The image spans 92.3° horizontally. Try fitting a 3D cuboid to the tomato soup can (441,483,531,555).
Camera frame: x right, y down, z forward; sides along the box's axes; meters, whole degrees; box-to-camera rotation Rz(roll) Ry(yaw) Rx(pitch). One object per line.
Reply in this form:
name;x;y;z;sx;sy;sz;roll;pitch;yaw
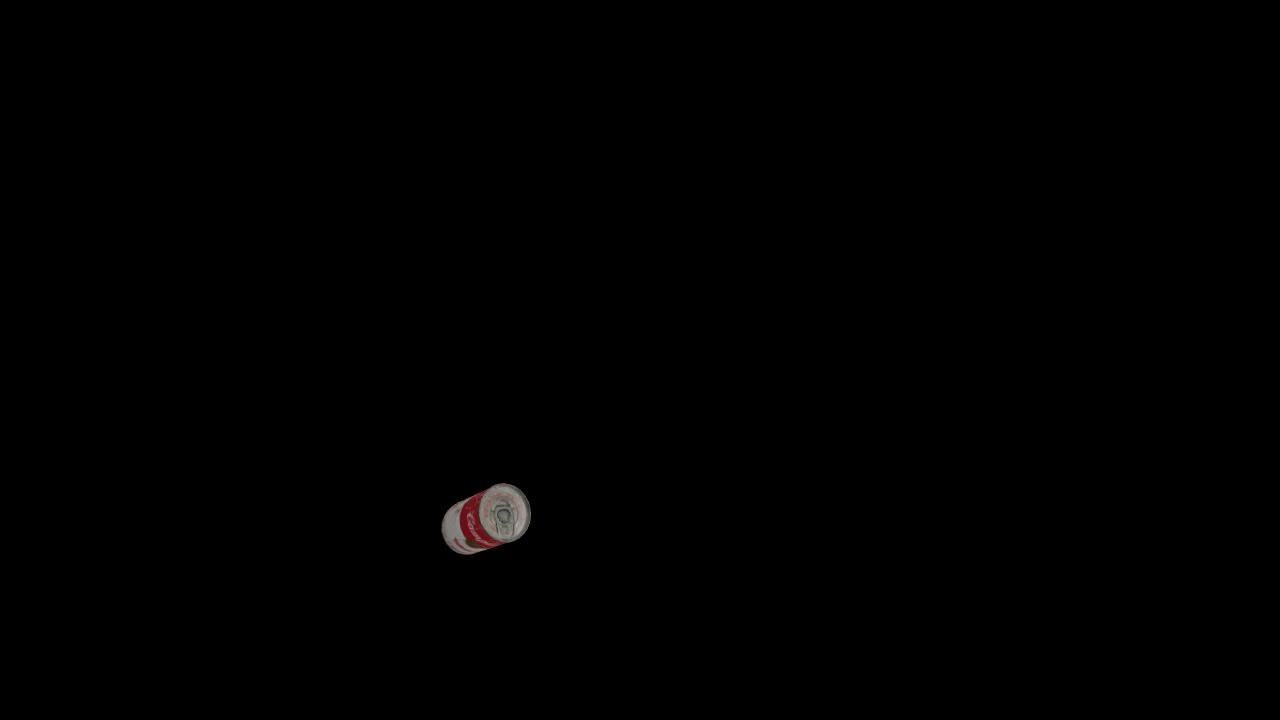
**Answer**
tomato soup can;-0.186;0.192;0.735;0.068;0.068;0.101;0;-21;-45
